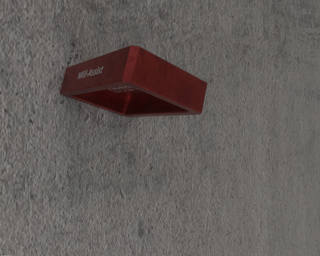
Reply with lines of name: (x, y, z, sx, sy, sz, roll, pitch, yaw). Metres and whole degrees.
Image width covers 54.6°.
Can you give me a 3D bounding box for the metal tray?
metal tray: (-0.030, -0.039, 0.310, 0.091, 0.130, 0.030, 19, 78, -38)
